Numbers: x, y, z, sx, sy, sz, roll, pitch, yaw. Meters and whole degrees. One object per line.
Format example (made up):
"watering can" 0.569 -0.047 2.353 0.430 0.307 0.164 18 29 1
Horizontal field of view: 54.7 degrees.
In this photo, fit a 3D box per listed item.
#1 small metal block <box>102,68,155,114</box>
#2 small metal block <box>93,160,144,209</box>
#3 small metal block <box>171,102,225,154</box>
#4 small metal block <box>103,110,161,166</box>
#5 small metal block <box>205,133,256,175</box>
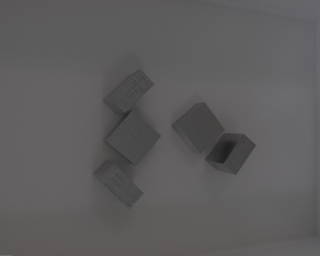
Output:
"small metal block" -0.040 -0.044 0.382 0.050 0.050 0.025 -46 105 -14
"small metal block" -0.052 0.067 0.378 0.025 0.050 0.050 -46 105 -14
"small metal block" 0.053 0.000 0.430 0.050 0.025 0.050 -42 103 -15
"small metal block" -0.036 0.013 0.397 0.050 0.025 0.050 42 77 -15
"small metal block" 0.097 0.035 0.433 0.025 0.050 0.050 41 77 -16
